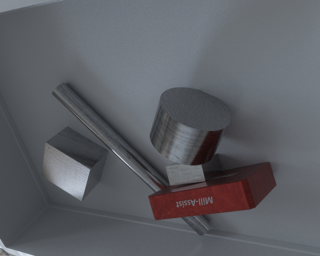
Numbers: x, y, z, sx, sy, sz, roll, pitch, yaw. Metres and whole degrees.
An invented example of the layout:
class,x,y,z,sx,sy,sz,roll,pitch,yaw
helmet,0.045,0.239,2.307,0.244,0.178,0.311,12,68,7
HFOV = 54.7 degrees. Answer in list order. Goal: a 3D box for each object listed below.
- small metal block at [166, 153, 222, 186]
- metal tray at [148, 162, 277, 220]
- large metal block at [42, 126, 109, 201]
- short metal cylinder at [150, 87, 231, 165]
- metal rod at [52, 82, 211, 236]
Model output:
class,x,y,z,sx,sy,sz,roll,pitch,yaw
small metal block,0.044,0.053,0.397,0.050,0.050,0.025,-14,88,34
metal tray,0.063,0.077,0.376,0.130,0.091,0.030,-18,86,35
large metal block,-0.138,0.058,0.498,0.080,0.050,0.079,30,128,9
short metal cylinder,0.033,-0.004,0.352,0.080,0.080,0.050,26,127,12
metal rod,-0.039,0.047,0.456,0.300,0.025,0.025,44,129,-3
